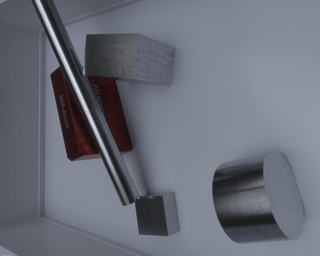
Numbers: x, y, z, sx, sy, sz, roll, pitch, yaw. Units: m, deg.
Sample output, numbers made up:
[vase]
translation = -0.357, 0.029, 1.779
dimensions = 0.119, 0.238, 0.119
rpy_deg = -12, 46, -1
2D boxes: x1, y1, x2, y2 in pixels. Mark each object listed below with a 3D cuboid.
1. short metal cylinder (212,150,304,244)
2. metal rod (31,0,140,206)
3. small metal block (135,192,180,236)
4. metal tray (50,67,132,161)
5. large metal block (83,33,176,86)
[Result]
[short metal cylinder]
translation = 0.094, 0.066, 0.293
dimensions = 0.050, 0.081, 0.080
rpy_deg = -22, 76, 38
[metal rod]
translation = -0.096, -0.041, 0.395
dimensions = 0.025, 0.025, 0.299
rpy_deg = -20, 95, 38
[small metal block]
translation = -0.004, 0.113, 0.409
dimensions = 0.050, 0.025, 0.050
rpy_deg = -13, 82, 39
[metal tray]
translation = -0.096, -0.022, 0.440
dimensions = 0.030, 0.091, 0.129
rpy_deg = -26, 74, 38
[large metal block]
translation = -0.038, -0.086, 0.395
dimensions = 0.080, 0.080, 0.050
rpy_deg = 10, 97, 33
